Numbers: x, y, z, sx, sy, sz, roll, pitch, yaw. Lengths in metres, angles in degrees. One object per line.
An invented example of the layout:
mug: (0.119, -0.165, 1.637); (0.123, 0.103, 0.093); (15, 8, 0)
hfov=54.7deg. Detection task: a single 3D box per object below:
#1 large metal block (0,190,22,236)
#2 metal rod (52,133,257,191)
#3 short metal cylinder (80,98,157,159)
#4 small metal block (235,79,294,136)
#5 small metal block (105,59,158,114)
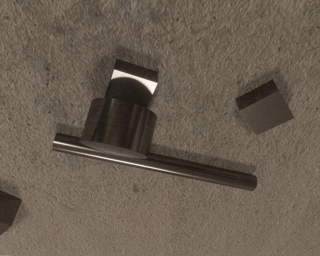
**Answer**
large metal block: (-0.290, 0.139, 0.505); (0.080, 0.050, 0.080); (36, 121, -27)
metal rod: (0.001, 0.052, 0.451); (0.302, 0.025, 0.025); (13, 129, -12)
short metal cylinder: (-0.048, 0.002, 0.367); (0.080, 0.050, 0.080); (12, 167, 3)
small metal block: (0.131, -0.025, 0.388); (0.050, 0.025, 0.050); (-29, 125, 22)
small metal block: (-0.035, -0.047, 0.366); (0.050, 0.025, 0.050); (16, 128, -14)
